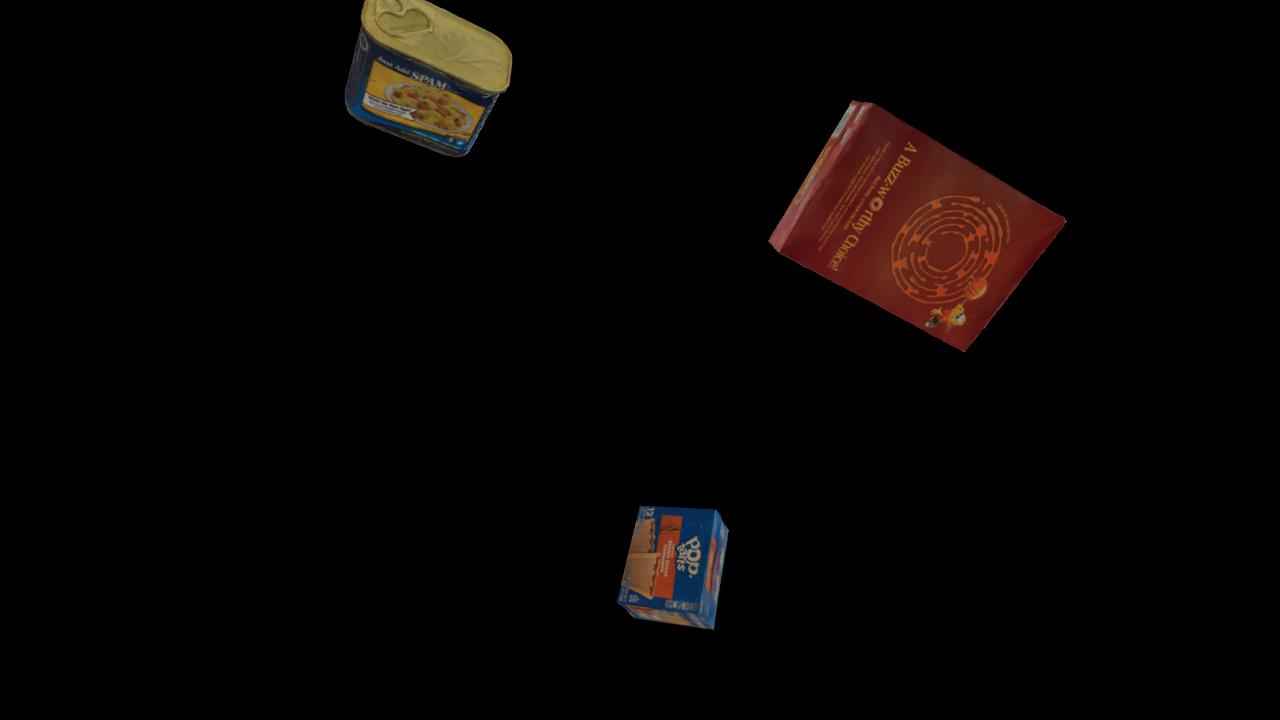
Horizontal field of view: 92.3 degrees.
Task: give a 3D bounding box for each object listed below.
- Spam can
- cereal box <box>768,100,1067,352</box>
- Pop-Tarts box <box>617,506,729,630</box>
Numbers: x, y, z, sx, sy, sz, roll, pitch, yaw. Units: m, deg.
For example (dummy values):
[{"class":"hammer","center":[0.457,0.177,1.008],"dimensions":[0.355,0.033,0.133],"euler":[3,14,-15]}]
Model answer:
[{"class":"Spam can","center":[-0.158,-0.207,0.455],"dimensions":[0.101,0.058,0.085],"euler":[16,-29,-28]},{"class":"cereal box","center":[0.351,-0.166,0.796],"dimensions":[0.306,0.203,0.081],"euler":[25,21,-11]},{"class":"Pop-Tarts box","center":[0.057,0.334,1.006],"dimensions":[0.141,0.167,0.083],"euler":[-3,-38,25]}]
